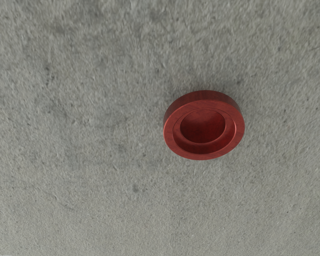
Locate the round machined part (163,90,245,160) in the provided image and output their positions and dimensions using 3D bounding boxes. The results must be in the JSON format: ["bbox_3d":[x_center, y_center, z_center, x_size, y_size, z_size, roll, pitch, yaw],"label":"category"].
[{"bbox_3d":[0.053,-0.008,0.391,0.099,0.042,0.097,-1,130,0],"label":"round machined part"}]
